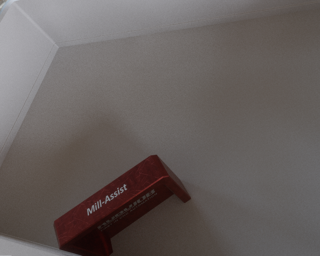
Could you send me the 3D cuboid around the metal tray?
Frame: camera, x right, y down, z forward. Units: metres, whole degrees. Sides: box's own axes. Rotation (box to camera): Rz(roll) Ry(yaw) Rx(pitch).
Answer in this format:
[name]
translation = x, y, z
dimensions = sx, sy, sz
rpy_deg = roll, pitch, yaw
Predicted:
[metal tray]
translation = -0.036, 0.093, 0.342
dimensions = 0.130, 0.090, 0.030
rpy_deg = -35, 52, 2
